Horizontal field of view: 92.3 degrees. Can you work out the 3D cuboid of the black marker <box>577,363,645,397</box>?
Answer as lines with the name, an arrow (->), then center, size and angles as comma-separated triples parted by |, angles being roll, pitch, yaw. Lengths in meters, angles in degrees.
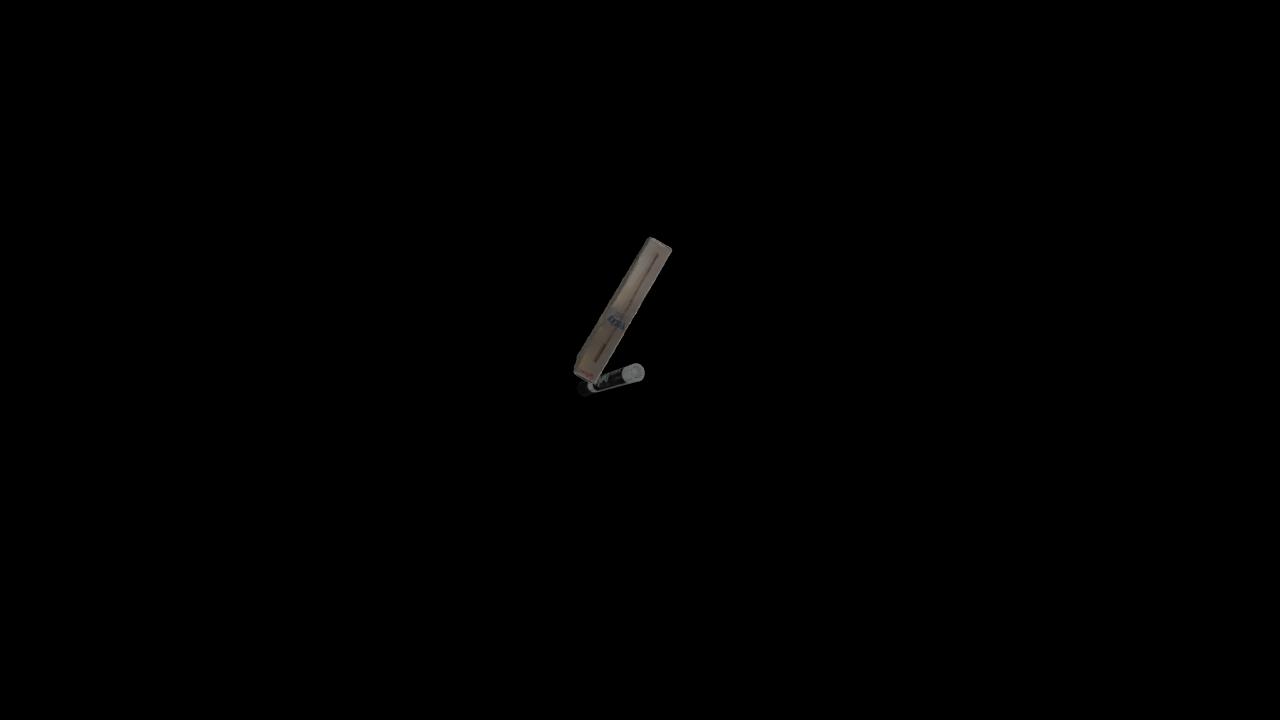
black marker -> -0.035, 0.023, 0.662 | 0.020, 0.020, 0.121 | 0, -10, -33

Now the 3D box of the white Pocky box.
white Pocky box -> -0.019, -0.054, 0.632 | 0.028, 0.154, 0.084 | 30, 10, -8
